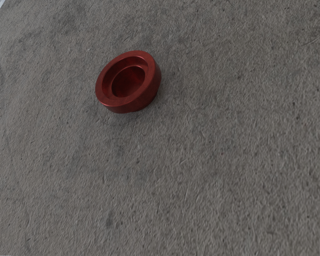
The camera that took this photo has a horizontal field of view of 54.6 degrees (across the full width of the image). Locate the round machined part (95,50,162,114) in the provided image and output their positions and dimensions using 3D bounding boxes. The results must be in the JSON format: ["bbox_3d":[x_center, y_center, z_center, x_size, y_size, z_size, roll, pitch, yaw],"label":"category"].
[{"bbox_3d":[-0.042,-0.062,0.454,0.098,0.042,0.098,-13,56,21],"label":"round machined part"}]
